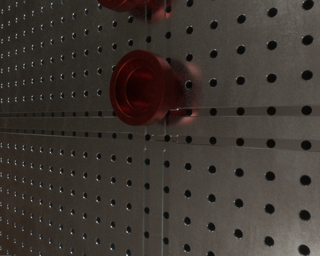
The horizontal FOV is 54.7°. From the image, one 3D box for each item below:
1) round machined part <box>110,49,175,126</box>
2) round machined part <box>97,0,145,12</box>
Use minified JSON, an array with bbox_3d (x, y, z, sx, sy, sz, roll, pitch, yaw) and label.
[{"bbox_3d":[-0.019,-0.051,0.412,0.098,0.042,0.097,0,90,39],"label":"round machined part"},{"bbox_3d":[-0.046,-0.212,0.434,0.098,0.042,0.097,0,90,39],"label":"round machined part"}]
